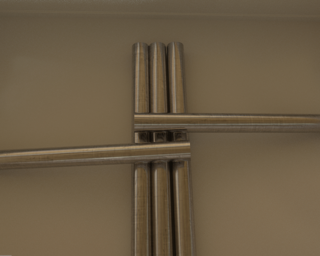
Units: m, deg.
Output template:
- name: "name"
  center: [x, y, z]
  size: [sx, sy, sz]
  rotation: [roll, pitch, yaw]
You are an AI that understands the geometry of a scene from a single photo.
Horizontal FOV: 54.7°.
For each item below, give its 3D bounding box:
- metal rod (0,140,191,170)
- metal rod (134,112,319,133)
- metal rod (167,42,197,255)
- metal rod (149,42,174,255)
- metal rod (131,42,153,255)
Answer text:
- name: "metal rod"
  center: [-0.114, 0.035, 0.377]
  size: [0.302, 0.025, 0.025]
  rotation: [-3, 70, 5]
- name: "metal rod"
  center: [0.119, -0.006, 0.394]
  size: [0.302, 0.025, 0.025]
  rotation: [0, 70, -7]
- name: "metal rod"
  center: [0.026, 0.022, 0.401]
  size: [0.025, 0.025, 0.299]
  rotation: [-1, 70, -1]
- name: "metal rod"
  center: [0.000, 0.022, 0.400]
  size: [0.025, 0.025, 0.299]
  rotation: [-1, 70, -1]
- name: "metal rod"
  center: [-0.024, 0.023, 0.400]
  size: [0.025, 0.025, 0.299]
  rotation: [-1, 70, -1]
